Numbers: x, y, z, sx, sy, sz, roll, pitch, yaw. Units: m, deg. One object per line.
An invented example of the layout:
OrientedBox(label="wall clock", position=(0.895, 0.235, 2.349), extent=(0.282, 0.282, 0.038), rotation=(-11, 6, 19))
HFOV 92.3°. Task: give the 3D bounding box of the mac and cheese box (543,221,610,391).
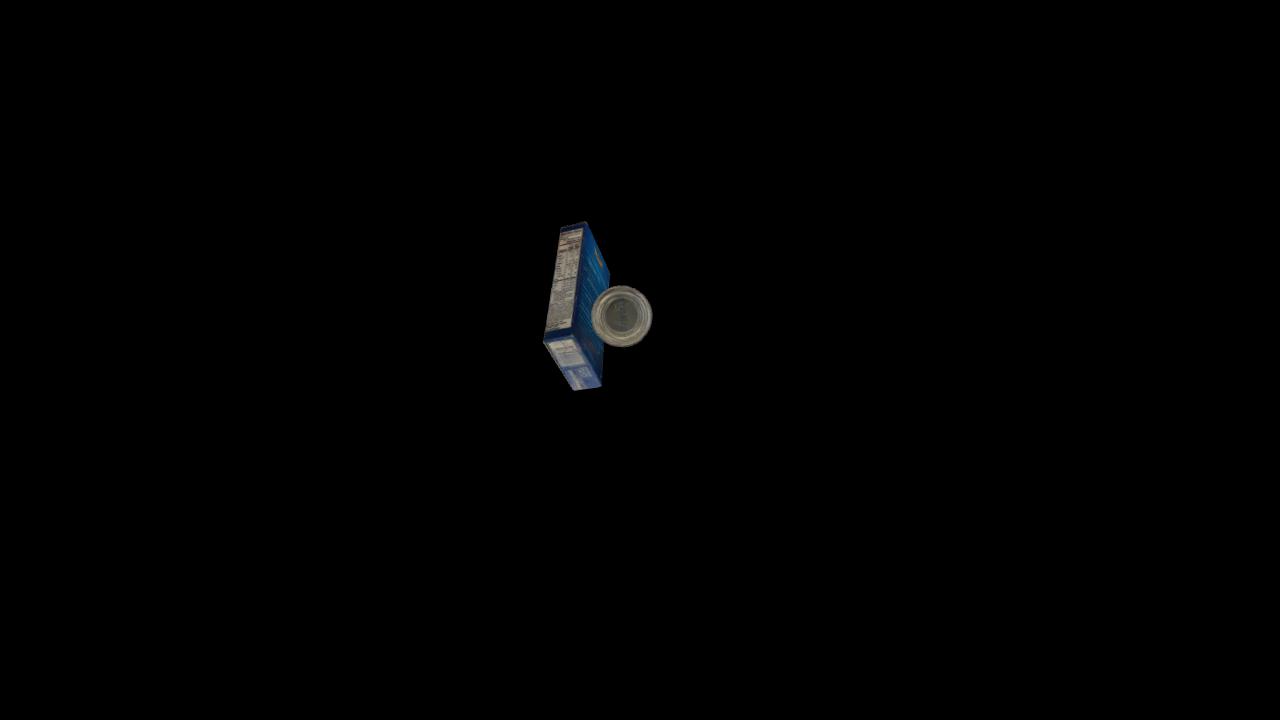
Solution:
OrientedBox(label="mac and cheese box", position=(-0.070, -0.066, 0.721), extent=(0.041, 0.184, 0.093), rotation=(-11, -41, 14))

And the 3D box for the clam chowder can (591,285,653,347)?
OrientedBox(label="clam chowder can", position=(-0.020, -0.047, 0.701), extent=(0.068, 0.068, 0.102), rotation=(0, 2, -1))
